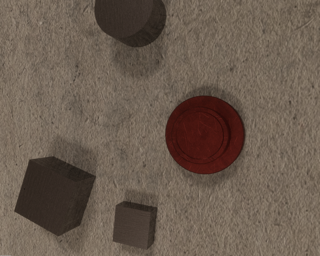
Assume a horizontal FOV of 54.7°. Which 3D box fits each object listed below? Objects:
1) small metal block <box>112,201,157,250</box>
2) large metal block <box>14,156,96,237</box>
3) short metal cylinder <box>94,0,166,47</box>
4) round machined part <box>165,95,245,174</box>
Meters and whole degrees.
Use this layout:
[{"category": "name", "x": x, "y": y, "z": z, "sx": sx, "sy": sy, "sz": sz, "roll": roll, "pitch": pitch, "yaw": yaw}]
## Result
[{"category": "small metal block", "x": -0.034, "y": 0.131, "z": 0.420, "sx": 0.050, "sy": 0.025, "sz": 0.050, "roll": 6, "pitch": 92, "yaw": 19}, {"category": "large metal block", "x": -0.151, "y": 0.095, "z": 0.447, "sx": 0.080, "sy": 0.050, "sz": 0.080, "roll": 21, "pitch": 97, "yaw": 18}, {"category": "short metal cylinder", "x": -0.038, "y": -0.152, "z": 0.408, "sx": 0.080, "sy": 0.050, "sz": 0.079, "roll": 0, "pitch": 90, "yaw": 19}, {"category": "round machined part", "x": 0.053, "y": 0.008, "z": 0.381, "sx": 0.098, "sy": 0.042, "sz": 0.097, "roll": 0, "pitch": 90, "yaw": 19}]
